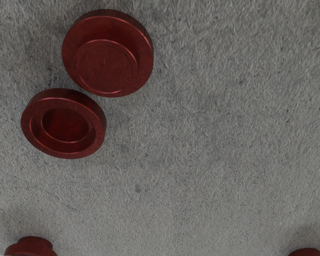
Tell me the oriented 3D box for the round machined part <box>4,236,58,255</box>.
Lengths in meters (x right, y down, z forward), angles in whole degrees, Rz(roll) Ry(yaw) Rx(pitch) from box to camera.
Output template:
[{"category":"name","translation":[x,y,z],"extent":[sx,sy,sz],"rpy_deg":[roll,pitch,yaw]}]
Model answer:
[{"category":"round machined part","translation":[-0.249,0.248,0.604],"extent":[0.099,0.042,0.097],"rpy_deg":[0,130,0]}]

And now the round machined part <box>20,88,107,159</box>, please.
[{"category":"round machined part","translation":[-0.116,-0.010,0.387],"extent":[0.099,0.042,0.097],"rpy_deg":[0,130,0]}]

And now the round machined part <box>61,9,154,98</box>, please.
[{"category":"round machined part","translation":[-0.056,-0.072,0.334],"extent":[0.099,0.042,0.097],"rpy_deg":[0,130,0]}]

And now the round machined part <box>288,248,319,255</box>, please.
[{"category":"round machined part","translation":[0.305,0.285,0.641],"extent":[0.099,0.042,0.097],"rpy_deg":[0,130,0]}]
